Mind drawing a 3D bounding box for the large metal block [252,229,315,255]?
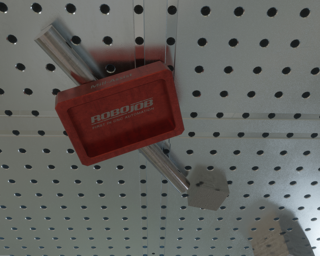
[{"bbox_3d":[0.247,0.254,0.616,0.080,0.050,0.080,26,125,-21],"label":"large metal block"}]

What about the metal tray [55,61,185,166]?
[{"bbox_3d":[-0.043,-0.016,0.365,0.131,0.030,0.089,-19,124,-6],"label":"metal tray"}]

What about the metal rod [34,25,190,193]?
[{"bbox_3d":[-0.043,-0.004,0.407,0.025,0.025,0.300,-26,126,20],"label":"metal rod"}]

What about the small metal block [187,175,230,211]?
[{"bbox_3d":[0.077,0.106,0.504,0.050,0.025,0.050,13,129,-12],"label":"small metal block"}]
